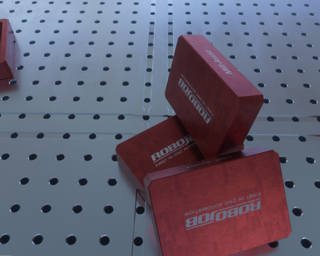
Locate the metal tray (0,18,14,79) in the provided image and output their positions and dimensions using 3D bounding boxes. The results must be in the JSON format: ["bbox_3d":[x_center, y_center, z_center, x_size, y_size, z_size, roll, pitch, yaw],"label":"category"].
[{"bbox_3d":[-0.293,-0.128,0.510,0.091,0.030,0.130,-12,51,-10],"label":"metal tray"}]

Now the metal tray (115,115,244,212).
[{"bbox_3d":[0.024,0.031,0.379,0.131,0.030,0.090,-28,55,-22],"label":"metal tray"}]

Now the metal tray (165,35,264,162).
[{"bbox_3d":[0.052,-0.035,0.349,0.030,0.089,0.130,-7,44,-24],"label":"metal tray"}]

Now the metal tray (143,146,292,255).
[{"bbox_3d":[0.057,0.076,0.305,0.131,0.030,0.090,-13,96,-11],"label":"metal tray"}]
